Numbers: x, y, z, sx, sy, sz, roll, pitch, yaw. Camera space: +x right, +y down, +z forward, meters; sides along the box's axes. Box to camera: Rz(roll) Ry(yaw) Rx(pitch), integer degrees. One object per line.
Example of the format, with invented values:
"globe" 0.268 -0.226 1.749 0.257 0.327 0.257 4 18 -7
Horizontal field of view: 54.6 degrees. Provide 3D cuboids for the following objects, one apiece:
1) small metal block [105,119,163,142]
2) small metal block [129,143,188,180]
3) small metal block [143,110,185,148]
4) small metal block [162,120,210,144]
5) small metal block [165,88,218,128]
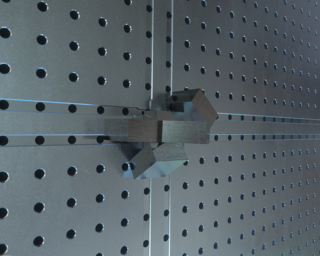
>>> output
"small metal block" -0.030 0.003 0.366 0.050 0.050 0.025 2 89 -39
"small metal block" -0.002 0.041 0.387 0.050 0.050 0.025 2 58 -40
"small metal block" 0.006 0.003 0.413 0.050 0.025 0.050 2 89 -41
"small metal block" 0.033 0.005 0.374 0.050 0.050 0.025 7 85 -77
"small metal block" 0.044 -0.026 0.428 0.050 0.050 0.025 51 60 -28
